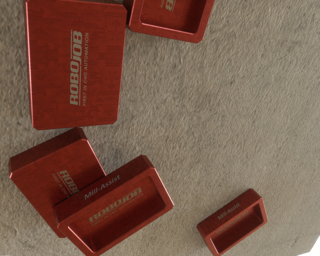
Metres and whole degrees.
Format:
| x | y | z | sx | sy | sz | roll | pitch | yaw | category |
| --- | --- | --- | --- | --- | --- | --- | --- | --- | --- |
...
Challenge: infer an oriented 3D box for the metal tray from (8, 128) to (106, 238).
| x | y | z | sx | sy | sz | roll | pitch | yaw | category |
| --- | --- | --- | --- | --- | --- | --- | --- | --- | --- |
| -0.113 | 0.072 | 0.387 | 0.091 | 0.030 | 0.129 | -27 | 128 | -12 | metal tray |

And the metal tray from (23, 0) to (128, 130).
| x | y | z | sx | sy | sz | roll | pitch | yaw | category |
| --- | --- | --- | --- | --- | --- | --- | --- | --- | --- |
| -0.086 | -0.064 | 0.318 | 0.091 | 0.030 | 0.129 | -5 | 121 | -26 | metal tray |

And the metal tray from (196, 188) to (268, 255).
| x | y | z | sx | sy | sz | roll | pitch | yaw | category |
| --- | --- | --- | --- | --- | --- | --- | --- | --- | --- |
| 0.142 | 0.185 | 0.598 | 0.131 | 0.030 | 0.090 | -32 | 129 | -8 | metal tray |

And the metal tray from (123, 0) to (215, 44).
| x | y | z | sx | sy | sz | roll | pitch | yaw | category |
| --- | --- | --- | --- | --- | --- | --- | --- | --- | --- |
| 0.018 | -0.159 | 0.315 | 0.091 | 0.030 | 0.129 | 1 | 118 | -30 | metal tray |

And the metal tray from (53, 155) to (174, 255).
| x | y | z | sx | sy | sz | roll | pitch | yaw | category |
| --- | --- | --- | --- | --- | --- | --- | --- | --- | --- |
| -0.055 | 0.103 | 0.398 | 0.131 | 0.030 | 0.090 | -31 | 129 | -9 | metal tray |
